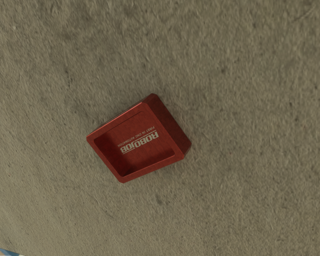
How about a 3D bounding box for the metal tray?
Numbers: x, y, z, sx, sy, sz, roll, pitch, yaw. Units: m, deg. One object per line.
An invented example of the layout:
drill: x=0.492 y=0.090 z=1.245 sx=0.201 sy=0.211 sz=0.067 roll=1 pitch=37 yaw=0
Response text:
metal tray: x=-0.033 y=0.019 z=0.433 sx=0.130 sy=0.030 sz=0.090 roll=-28 pitch=104 yaw=37
